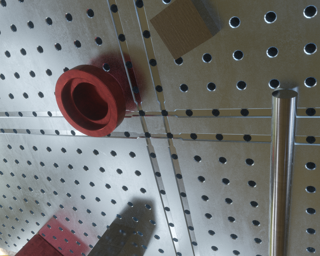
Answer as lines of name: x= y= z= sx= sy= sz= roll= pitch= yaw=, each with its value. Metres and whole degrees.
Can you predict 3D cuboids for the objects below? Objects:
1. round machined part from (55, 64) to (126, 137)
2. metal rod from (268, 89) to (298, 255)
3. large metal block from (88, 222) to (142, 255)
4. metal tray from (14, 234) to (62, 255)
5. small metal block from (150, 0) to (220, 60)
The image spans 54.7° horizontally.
round machined part: x=-0.089 y=-0.040 z=0.421 sx=0.098 sy=0.042 sz=0.097 roll=13 pitch=124 yaw=20
metal rod: x=0.151 y=0.095 z=0.389 sx=0.025 sy=0.025 sz=0.298 roll=5 pitch=121 yaw=25
large metal block: x=-0.079 y=0.234 z=0.560 sx=0.050 sy=0.080 sz=0.079 roll=6 pitch=121 yaw=25
metal tray: x=-0.269 y=0.320 z=0.705 sx=0.130 sy=0.090 sz=0.030 roll=42 pitch=129 yaw=-1
small metal block: x=0.026 y=-0.109 z=0.329 sx=0.050 sy=0.025 sz=0.050 roll=-26 pitch=105 yaw=36
